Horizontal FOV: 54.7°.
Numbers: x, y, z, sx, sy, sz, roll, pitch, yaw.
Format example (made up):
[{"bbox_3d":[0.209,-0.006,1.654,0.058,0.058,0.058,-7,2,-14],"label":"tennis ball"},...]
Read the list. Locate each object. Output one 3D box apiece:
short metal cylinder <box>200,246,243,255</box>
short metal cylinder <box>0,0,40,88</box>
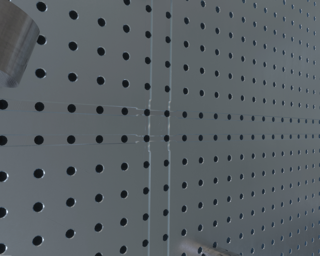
[{"bbox_3d":[0.097,0.229,0.475,0.081,0.050,0.079,0,90,-40],"label":"short metal cylinder"},{"bbox_3d":[-0.147,-0.072,0.250,0.080,0.080,0.050,25,74,-37],"label":"short metal cylinder"}]
